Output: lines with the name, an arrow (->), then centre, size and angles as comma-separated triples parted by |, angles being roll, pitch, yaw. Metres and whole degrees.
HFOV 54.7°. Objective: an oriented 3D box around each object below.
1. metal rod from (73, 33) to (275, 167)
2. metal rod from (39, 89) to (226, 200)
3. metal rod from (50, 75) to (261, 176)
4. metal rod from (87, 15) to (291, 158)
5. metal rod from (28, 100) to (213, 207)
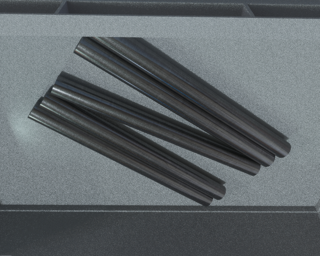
metal rod -> 0.035, -0.023, 0.388 | 0.301, 0.025, 0.025 | 29, 124, -23
metal rod -> -0.022, 0.033, 0.436 | 0.301, 0.025, 0.025 | 31, 124, -24
metal rod -> 0.008, 0.004, 0.411 | 0.302, 0.025, 0.025 | 23, 127, -19
metal rod -> 0.052, -0.037, 0.376 | 0.301, 0.025, 0.025 | 29, 124, -23
metal rod -> -0.040, 0.047, 0.447 | 0.301, 0.025, 0.025 | 31, 124, -24
